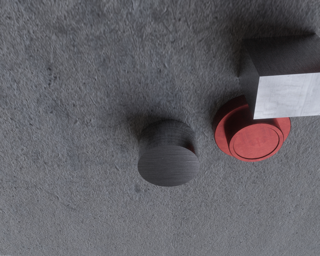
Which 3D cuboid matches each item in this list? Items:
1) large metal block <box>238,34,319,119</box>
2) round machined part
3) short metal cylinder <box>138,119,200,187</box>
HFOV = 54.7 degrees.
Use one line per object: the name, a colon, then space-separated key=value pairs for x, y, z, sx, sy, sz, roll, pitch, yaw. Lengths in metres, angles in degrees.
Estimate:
large metal block: x=0.132 y=-0.056 z=0.325 sx=0.080 sy=0.080 sz=0.050 roll=-3 pitch=130 yaw=3
round machined part: x=0.120 y=0.006 z=0.403 sx=0.099 sy=0.042 sz=0.097 roll=0 pitch=130 yaw=0
short metal cylinder: x=0.011 y=0.035 z=0.421 sx=0.081 sy=0.050 sz=0.079 roll=0 pitch=130 yaw=0
